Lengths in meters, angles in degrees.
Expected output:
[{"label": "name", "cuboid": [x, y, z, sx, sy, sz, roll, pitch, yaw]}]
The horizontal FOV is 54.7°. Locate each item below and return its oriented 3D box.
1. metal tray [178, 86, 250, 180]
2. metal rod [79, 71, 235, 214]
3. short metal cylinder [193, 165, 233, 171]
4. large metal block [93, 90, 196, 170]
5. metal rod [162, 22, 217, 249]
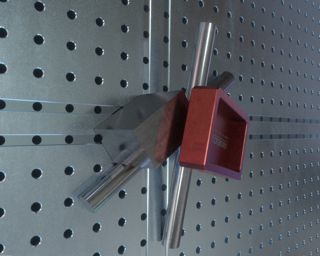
[{"label": "metal tray", "cuboid": [0.072, 0.012, 0.376, 0.130, 0.030, 0.090, 25, 74, -57]}, {"label": "metal rod", "cuboid": [0.015, 0.002, 0.424, 0.302, 0.025, 0.025, -41, 115, -32]}, {"label": "short metal cylinder", "cuboid": [0.072, 0.026, 0.454, 0.081, 0.050, 0.079, 0, 90, -40]}, {"label": "large metal block", "cuboid": [-0.015, 0.000, 0.361, 0.080, 0.080, 0.050, -41, 116, -32]}, {"label": "metal rod", "cuboid": [0.038, 0.013, 0.413, 0.025, 0.025, 0.298, 5, 96, -40]}]
